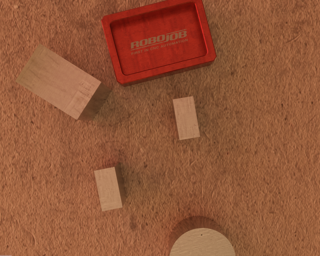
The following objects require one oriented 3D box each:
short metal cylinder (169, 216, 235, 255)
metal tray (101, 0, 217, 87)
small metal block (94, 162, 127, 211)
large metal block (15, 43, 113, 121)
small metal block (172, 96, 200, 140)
[{"bbox_3d":[0.051,0.160,0.398,0.081,0.050,0.079,0,90,0],"label":"short metal cylinder"},{"bbox_3d":[-0.001,-0.114,0.407,0.131,0.030,0.090,-14,90,0],"label":"metal tray"},{"bbox_3d":[-0.062,0.073,0.397,0.025,0.050,0.050,-11,90,0],"label":"small metal block"},{"bbox_3d":[-0.112,-0.051,0.381,0.080,0.080,0.050,32,90,0],"label":"large metal block"},{"bbox_3d":[0.032,-0.012,0.398,0.025,0.050,0.050,-10,90,0],"label":"small metal block"}]
